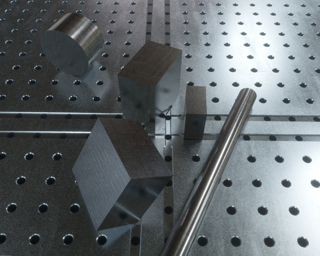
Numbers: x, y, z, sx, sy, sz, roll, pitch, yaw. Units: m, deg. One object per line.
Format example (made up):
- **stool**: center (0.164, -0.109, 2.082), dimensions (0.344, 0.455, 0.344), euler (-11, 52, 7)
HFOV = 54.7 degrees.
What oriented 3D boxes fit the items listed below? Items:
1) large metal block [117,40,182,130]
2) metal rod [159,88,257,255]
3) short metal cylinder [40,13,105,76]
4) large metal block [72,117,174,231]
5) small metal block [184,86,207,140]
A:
- **large metal block**: center (-0.011, -0.058, 0.421), dimensions (0.050, 0.080, 0.080), euler (21, 53, 16)
- **metal rod**: center (0.060, 0.054, 0.362), dimensions (0.025, 0.025, 0.301), euler (21, 53, 17)
- **short metal cylinder**: center (-0.134, -0.128, 0.478), dimensions (0.080, 0.080, 0.050), euler (17, 52, 13)
- **large metal block**: center (-0.043, 0.046, 0.323), dimensions (0.050, 0.080, 0.080), euler (3, 41, -41)
- **small metal block**: center (0.046, -0.020, 0.409), dimensions (0.025, 0.050, 0.050), euler (3, 50, 2)
